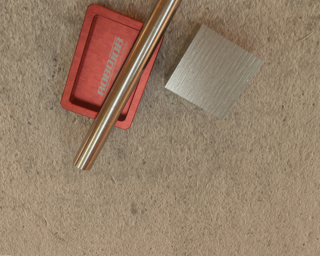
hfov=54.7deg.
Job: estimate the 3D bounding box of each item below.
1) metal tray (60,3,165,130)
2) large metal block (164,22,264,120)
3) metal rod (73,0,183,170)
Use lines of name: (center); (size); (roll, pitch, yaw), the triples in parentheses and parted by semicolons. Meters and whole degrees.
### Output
metal tray: (-0.059, -0.072, 0.379); (0.091, 0.030, 0.129); (20, 109, -8)
large metal block: (0.060, -0.069, 0.372); (0.080, 0.050, 0.080); (28, 107, -11)
metal rod: (-0.025, -0.077, 0.348); (0.025, 0.025, 0.298); (28, 107, -10)
